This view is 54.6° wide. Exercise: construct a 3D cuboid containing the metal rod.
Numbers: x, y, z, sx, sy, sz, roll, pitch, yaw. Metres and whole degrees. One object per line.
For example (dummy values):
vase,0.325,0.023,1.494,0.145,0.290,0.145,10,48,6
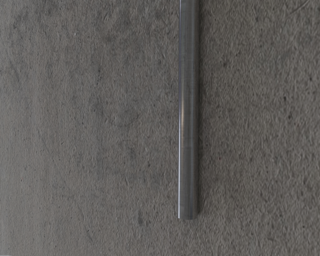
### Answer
metal rod,0.035,-0.041,0.377,0.025,0.025,0.298,1,90,40
